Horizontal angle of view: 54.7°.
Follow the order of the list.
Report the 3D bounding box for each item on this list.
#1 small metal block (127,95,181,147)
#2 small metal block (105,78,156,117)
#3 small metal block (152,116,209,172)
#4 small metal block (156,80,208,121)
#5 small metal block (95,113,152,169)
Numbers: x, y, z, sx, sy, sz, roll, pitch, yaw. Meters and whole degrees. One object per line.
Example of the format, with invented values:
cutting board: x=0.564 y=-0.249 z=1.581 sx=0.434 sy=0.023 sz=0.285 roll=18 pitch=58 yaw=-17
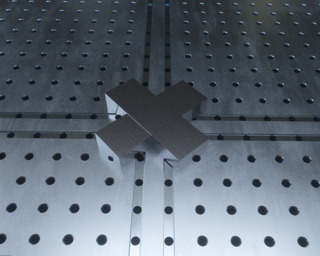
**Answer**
small metal block: x=-0.008 y=-0.011 z=0.415 sx=0.050 sy=0.025 sz=0.050 roll=-34 pitch=58 yaw=-26
small metal block: x=-0.041 y=-0.039 z=0.440 sx=0.050 sy=0.025 sz=0.050 roll=-34 pitch=58 yaw=-25
small metal block: x=0.025 y=0.019 z=0.392 sx=0.050 sy=0.025 sz=0.050 roll=-34 pitch=58 yaw=-25
small metal block: x=0.030 y=-0.035 z=0.437 sx=0.050 sy=0.025 sz=0.050 roll=-34 pitch=58 yaw=-26
small metal block: x=-0.046 y=0.016 z=0.394 sx=0.050 sy=0.025 sz=0.050 roll=-34 pitch=58 yaw=-26
